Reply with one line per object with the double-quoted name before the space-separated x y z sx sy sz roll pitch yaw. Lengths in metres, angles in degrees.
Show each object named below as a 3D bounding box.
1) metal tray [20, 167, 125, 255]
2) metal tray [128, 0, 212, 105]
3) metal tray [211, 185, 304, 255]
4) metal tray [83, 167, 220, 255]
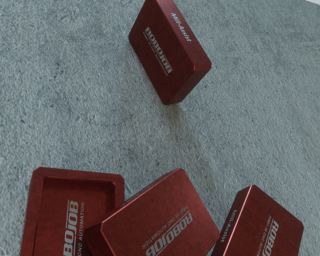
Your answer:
"metal tray" -0.081 0.106 0.291 0.091 0.030 0.130 10 58 -23
"metal tray" 0.008 -0.109 0.432 0.030 0.090 0.130 -16 70 -34
"metal tray" 0.119 0.146 0.375 0.090 0.030 0.131 39 51 -2
"metal tray" 0.000 0.106 0.308 0.131 0.030 0.090 -26 85 -50
